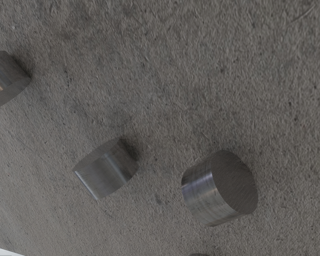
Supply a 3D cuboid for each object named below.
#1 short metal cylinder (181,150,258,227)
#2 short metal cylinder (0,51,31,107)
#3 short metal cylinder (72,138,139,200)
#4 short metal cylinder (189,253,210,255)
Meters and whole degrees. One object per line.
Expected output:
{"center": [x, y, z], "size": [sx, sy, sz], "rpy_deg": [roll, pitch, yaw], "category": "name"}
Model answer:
{"center": [0.073, 0.074, 0.378], "size": [0.080, 0.080, 0.050], "rpy_deg": [48, 129, -6], "category": "short metal cylinder"}
{"center": [-0.241, -0.068, 0.456], "size": [0.080, 0.080, 0.050], "rpy_deg": [-33, 100, 38], "category": "short metal cylinder"}
{"center": [-0.078, 0.057, 0.448], "size": [0.080, 0.080, 0.050], "rpy_deg": [-24, 105, 36], "category": "short metal cylinder"}
{"center": [0.070, 0.256, 0.512], "size": [0.080, 0.050, 0.079], "rpy_deg": [13, 124, 21], "category": "short metal cylinder"}
